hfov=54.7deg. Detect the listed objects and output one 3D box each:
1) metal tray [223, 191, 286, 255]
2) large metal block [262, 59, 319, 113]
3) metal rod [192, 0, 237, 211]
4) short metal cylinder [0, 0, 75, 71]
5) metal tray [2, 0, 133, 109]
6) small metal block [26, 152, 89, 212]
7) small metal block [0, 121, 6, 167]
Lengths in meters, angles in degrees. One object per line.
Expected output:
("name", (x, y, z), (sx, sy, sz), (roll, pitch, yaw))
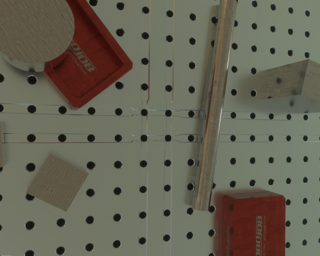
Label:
("metal tray", (0.141, 0.165, 0.462), (0.091, 0.030, 0.129), (0, 90, -20))
("large metal block", (0.216, -0.058, 0.462), (0.081, 0.080, 0.050), (16, 85, -19))
("metal rod", (0.078, -0.034, 0.440), (0.025, 0.025, 0.298), (9, 87, -20))
("short metal cylinder", (-0.131, -0.102, 0.318), (0.081, 0.050, 0.080), (0, 90, -20))
("metal tray", (-0.107, -0.098, 0.370), (0.090, 0.030, 0.130), (-41, 103, -15))
("small metal block", (-0.121, 0.063, 0.368), (0.050, 0.025, 0.050), (33, 79, -17))
("small metal block", (-0.200, 0.019, 0.339), (0.050, 0.025, 0.050), (-3, 91, -20))
